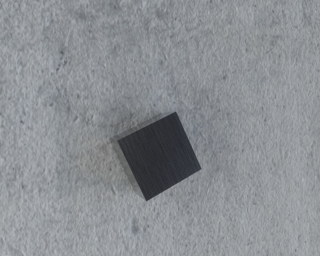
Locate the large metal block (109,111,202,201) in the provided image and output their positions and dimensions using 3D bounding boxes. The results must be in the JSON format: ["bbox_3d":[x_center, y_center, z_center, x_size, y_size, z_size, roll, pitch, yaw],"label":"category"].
[{"bbox_3d":[-0.007,0.033,0.393,0.080,0.050,0.080,-27,99,-18],"label":"large metal block"}]
